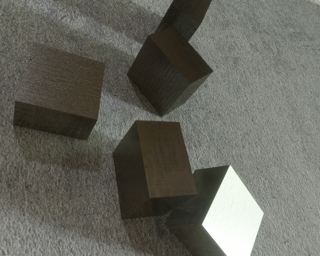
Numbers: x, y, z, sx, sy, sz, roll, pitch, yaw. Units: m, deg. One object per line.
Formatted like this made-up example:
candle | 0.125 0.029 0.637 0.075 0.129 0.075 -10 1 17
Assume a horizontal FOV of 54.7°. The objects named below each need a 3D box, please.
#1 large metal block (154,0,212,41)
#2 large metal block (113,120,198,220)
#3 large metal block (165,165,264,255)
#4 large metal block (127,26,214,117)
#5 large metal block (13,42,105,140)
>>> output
large metal block | 0.033 -0.170 0.490 0.050 0.080 0.080 31 52 -9
large metal block | -0.010 0.047 0.334 0.050 0.080 0.080 2 61 -27
large metal block | 0.064 0.100 0.344 0.080 0.050 0.080 53 48 -19
large metal block | 0.011 -0.075 0.420 0.050 0.080 0.080 -33 80 -38
large metal block | -0.112 -0.040 0.351 0.081 0.050 0.080 14 56 -21
